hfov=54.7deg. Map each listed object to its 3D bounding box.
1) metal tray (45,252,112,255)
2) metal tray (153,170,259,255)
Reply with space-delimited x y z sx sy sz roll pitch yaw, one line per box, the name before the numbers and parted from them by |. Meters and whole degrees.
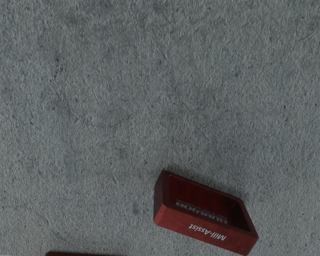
metal tray | -0.121 0.249 0.497 0.131 0.030 0.089 5 110 -2
metal tray | 0.057 0.111 0.416 0.131 0.090 0.030 22 109 -8
